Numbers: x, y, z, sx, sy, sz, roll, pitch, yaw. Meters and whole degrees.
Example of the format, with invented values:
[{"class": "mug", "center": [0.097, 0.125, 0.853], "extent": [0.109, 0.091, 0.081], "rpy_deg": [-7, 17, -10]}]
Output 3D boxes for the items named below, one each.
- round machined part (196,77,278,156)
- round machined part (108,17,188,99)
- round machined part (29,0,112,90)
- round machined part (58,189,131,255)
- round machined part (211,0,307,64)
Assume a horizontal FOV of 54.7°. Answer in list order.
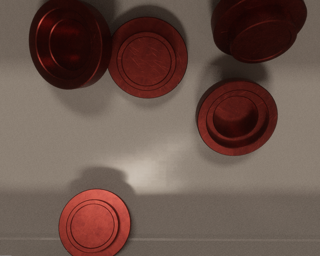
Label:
[{"class": "round machined part", "center": [0.095, -0.017, 0.397], "extent": [0.099, 0.042, 0.097], "rpy_deg": [0, 110, -1]}, {"class": "round machined part", "center": [-0.015, -0.082, 0.372], "extent": [0.099, 0.042, 0.097], "rpy_deg": [0, 110, -1]}, {"class": "round machined part", "center": [-0.096, -0.094, 0.354], "extent": [0.098, 0.042, 0.097], "rpy_deg": [5, 104, 22]}, {"class": "round machined part", "center": [-0.090, 0.133, 0.425], "extent": [0.099, 0.042, 0.098], "rpy_deg": [1, 76, -3]}, {"class": "round machined part", "center": [0.107, -0.107, 0.335], "extent": [0.099, 0.042, 0.098], "rpy_deg": [-4, 155, -2]}]
